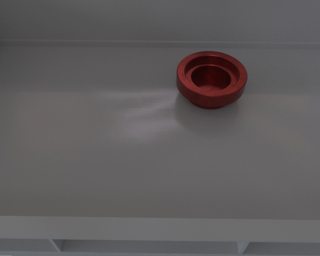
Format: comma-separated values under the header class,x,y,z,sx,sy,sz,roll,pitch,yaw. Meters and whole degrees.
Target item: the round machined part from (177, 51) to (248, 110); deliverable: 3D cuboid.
class,x,y,z,sx,sy,sz,roll,pitch,yaw
round machined part,0.073,-0.065,0.449,0.099,0.042,0.098,0,50,0
